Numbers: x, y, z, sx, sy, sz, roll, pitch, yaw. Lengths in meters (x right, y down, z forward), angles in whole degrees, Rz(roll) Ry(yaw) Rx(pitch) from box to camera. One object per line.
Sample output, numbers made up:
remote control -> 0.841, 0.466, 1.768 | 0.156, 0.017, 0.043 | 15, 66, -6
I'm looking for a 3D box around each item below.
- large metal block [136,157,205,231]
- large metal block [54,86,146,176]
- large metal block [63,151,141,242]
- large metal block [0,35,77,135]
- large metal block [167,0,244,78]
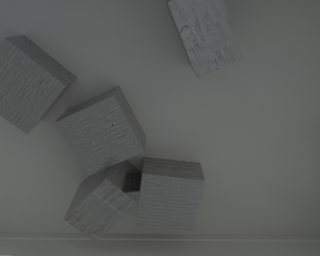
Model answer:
large metal block -> 0.013, 0.091, 0.431 | 0.081, 0.050, 0.079 | 7, 110, -3
large metal block -> -0.073, 0.003, 0.398 | 0.080, 0.050, 0.080 | -24, 109, 8
large metal block -> -0.072, 0.088, 0.414 | 0.050, 0.080, 0.080 | 43, 105, -14
large metal block -> -0.164, -0.053, 0.377 | 0.080, 0.050, 0.080 | 40, 105, -14
large metal block -> 0.046, -0.109, 0.342 | 0.050, 0.080, 0.080 | -22, 109, 8
